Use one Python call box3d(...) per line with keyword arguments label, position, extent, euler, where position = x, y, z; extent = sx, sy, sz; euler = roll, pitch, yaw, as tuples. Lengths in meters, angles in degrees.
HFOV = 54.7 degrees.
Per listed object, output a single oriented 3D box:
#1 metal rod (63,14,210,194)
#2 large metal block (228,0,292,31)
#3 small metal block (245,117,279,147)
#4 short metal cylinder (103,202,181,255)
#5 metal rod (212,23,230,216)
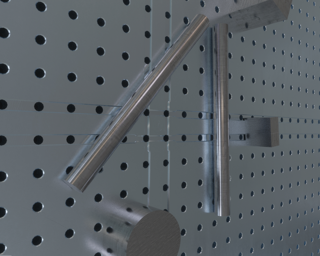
box3d(label="metal rod", position=(-0.015, -0.048, 0.396), extent=(0.025, 0.025, 0.301), euler=(50, 61, -29))
box3d(label="large metal block", position=(0.171, -0.218, 0.517), extent=(0.050, 0.080, 0.080), euler=(31, 71, -36))
box3d(label="small metal block", position=(0.179, 0.006, 0.543), extent=(0.025, 0.050, 0.050), euler=(-7, 94, -40))
box3d(label="short metal cylinder", position=(-0.021, 0.135, 0.376), extent=(0.081, 0.050, 0.079), euler=(0, 90, -40))
box3d(label="metal rod", position=(0.097, -0.012, 0.490), extent=(0.025, 0.025, 0.298), euler=(-2, 91, -40))
